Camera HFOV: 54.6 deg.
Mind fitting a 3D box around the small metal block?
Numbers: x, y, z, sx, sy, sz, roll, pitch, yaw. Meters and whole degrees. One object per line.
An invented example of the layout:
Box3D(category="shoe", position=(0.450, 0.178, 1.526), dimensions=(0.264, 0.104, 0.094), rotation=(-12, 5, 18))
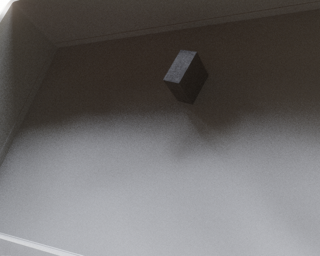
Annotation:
Box3D(category="small metal block", position=(0.036, -0.067, 0.413), dimensions=(0.025, 0.050, 0.050), rotation=(18, 71, 35))
